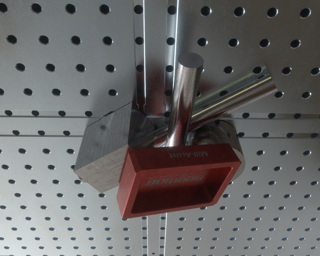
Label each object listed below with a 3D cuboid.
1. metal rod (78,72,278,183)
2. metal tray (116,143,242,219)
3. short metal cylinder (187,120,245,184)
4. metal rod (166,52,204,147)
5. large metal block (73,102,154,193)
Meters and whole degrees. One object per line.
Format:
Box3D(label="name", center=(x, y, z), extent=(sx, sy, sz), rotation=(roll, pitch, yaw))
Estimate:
Box3D(label="metal rod", center=(0.009, 0.008, 0.419), extent=(0.300, 0.025, 0.025), rotation=(-27, 126, 20))
Box3D(label="metal tray", center=(0.021, 0.062, 0.369), extent=(0.131, 0.030, 0.089), rotation=(-2, 133, -24))
Box3D(label="short metal cylinder", center=(0.071, 0.035, 0.425), extent=(0.081, 0.050, 0.079), rotation=(0, 130, 0))
Box3D(label="metal rod", center=(0.019, 0.031, 0.409), extent=(0.025, 0.025, 0.298), rotation=(3, 140, -3))
Box3D(label="large metal block", center=(-0.055, 0.025, 0.395), extent=(0.080, 0.080, 0.050), rotation=(-27, 125, 21))
